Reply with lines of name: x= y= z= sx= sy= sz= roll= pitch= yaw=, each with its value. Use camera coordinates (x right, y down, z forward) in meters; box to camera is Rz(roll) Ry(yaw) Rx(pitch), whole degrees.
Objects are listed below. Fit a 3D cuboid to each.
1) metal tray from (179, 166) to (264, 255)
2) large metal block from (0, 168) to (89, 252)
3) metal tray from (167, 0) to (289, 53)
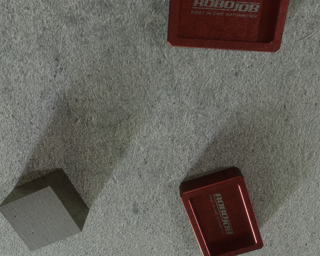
metal tray: x=0.091 y=0.129 z=0.455 sx=0.090 sy=0.030 sz=0.129 roll=-19 pitch=109 yaw=6
large metal block: x=-0.160 y=0.115 z=0.437 sx=0.080 sy=0.050 sz=0.080 roll=-24 pitch=109 yaw=8
metal tray: x=0.076 y=-0.138 z=0.356 sx=0.131 sy=0.030 sz=0.089 roll=3 pitch=110 yaw=-2
